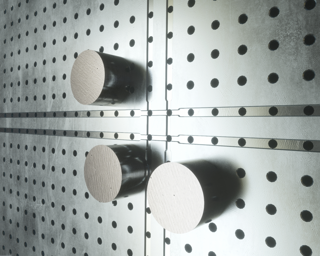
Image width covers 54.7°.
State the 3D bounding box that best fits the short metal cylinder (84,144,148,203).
[{"bbox_3d":[-0.064,0.063,0.446,0.080,0.050,0.079,0,90,40],"label":"short metal cylinder"}]

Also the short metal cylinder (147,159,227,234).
[{"bbox_3d":[0.031,0.078,0.367,0.080,0.050,0.079,0,90,40],"label":"short metal cylinder"}]

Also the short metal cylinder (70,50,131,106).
[{"bbox_3d":[-0.090,-0.073,0.468,0.080,0.050,0.079,0,90,40],"label":"short metal cylinder"}]
